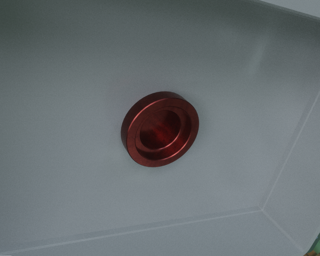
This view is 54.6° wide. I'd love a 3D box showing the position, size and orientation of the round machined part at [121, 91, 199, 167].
[{"bbox_3d":[-0.003,-0.002,0.394,0.099,0.042,0.097,-14,124,-21],"label":"round machined part"}]
